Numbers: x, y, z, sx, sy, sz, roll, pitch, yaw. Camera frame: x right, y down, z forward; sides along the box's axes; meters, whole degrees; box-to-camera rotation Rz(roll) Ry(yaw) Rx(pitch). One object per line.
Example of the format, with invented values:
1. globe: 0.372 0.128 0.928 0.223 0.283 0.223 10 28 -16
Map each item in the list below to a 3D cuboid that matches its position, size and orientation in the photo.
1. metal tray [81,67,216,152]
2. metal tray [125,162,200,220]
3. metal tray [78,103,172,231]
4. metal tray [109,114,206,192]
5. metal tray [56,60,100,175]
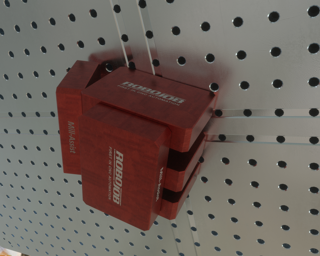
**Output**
1. metal tray: -0.012 -0.027 0.358 0.130 0.090 0.030 19 126 17
2. metal tray: -0.022 0.059 0.418 0.130 0.090 0.030 19 126 16
3. metal tray: -0.041 0.046 0.341 0.090 0.030 0.129 19 126 17
4. metal tray: -0.018 0.022 0.391 0.130 0.090 0.030 18 124 16
5. metal tray: -0.104 -0.013 0.413 0.030 0.090 0.129 7 124 -1
